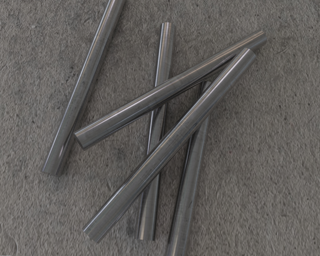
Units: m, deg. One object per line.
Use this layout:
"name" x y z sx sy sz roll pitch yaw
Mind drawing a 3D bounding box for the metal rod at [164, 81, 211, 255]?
"metal rod" 0.034 0.079 0.379 0.025 0.025 0.299 12 70 4

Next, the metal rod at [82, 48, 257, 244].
"metal rod" 0.022 0.010 0.376 0.025 0.025 0.301 39 74 13

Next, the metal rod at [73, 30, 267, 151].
"metal rod" 0.028 -0.059 0.406 0.302 0.025 0.025 -32 73 -20

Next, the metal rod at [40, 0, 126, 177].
"metal rod" -0.099 -0.078 0.435 0.025 0.025 0.299 14 70 5

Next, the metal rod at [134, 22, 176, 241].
"metal rod" -0.003 -0.010 0.411 0.025 0.025 0.299 5 70 2
